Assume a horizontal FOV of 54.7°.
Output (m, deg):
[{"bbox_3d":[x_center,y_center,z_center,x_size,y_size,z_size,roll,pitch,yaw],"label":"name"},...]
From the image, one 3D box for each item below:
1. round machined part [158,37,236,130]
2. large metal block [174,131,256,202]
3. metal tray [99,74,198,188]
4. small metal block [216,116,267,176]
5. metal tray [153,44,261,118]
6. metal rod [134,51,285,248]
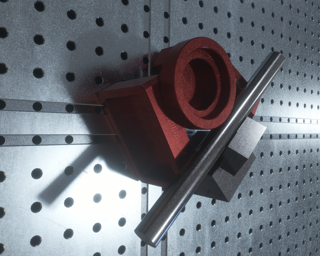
[{"bbox_3d":[0.037,-0.047,0.341,0.099,0.042,0.097,0,90,-40],"label":"round machined part"},{"bbox_3d":[0.072,0.049,0.432,0.080,0.080,0.050,-49,120,-29],"label":"large metal block"},{"bbox_3d":[-0.011,0.008,0.359,0.030,0.090,0.129,-36,113,-34],"label":"metal tray"},{"bbox_3d":[0.096,0.023,0.369,0.025,0.050,0.050,33,61,13],"label":"small metal block"},{"bbox_3d":[0.065,-0.061,0.422,0.130,0.090,0.030,38,68,-34],"label":"metal tray"},{"bbox_3d":[0.074,0.003,0.355,0.301,0.025,0.025,-48,119,-29],"label":"metal rod"}]
